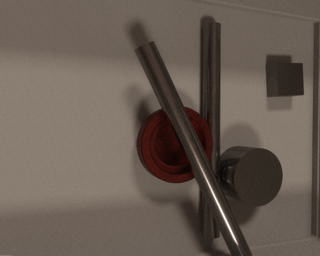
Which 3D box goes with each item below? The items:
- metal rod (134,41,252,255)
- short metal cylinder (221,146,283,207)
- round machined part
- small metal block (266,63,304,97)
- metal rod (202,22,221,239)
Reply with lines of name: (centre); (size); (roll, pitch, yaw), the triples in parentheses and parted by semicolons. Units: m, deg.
metal rod: (0.046, 0.037, 0.383); (0.025, 0.025, 0.299); (-29, 100, -18)
short metal cylinder: (0.127, 0.067, 0.446); (0.081, 0.050, 0.079); (0, 90, -20)
round machined part: (0.016, 0.021, 0.409); (0.099, 0.042, 0.097); (0, 90, -21)
small metal block: (0.195, -0.075, 0.485); (0.050, 0.025, 0.050); (-3, 91, -20)
metal rod: (0.073, 0.003, 0.438); (0.025, 0.025, 0.298); (0, 90, -20)
